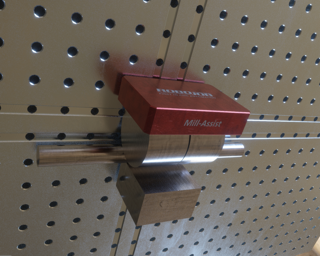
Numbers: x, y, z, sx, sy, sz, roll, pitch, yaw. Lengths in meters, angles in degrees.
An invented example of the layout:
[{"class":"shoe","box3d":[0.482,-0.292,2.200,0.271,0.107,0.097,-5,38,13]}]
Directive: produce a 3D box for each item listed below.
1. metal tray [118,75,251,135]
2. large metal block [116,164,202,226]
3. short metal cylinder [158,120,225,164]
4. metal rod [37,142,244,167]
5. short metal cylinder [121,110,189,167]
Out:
[{"class":"metal tray","box3d":[0.027,-0.026,0.363,0.131,0.090,0.030,1,118,-29]},{"class":"large metal block","box3d":[-0.005,0.079,0.417,0.081,0.080,0.050,1,118,-29]},{"class":"short metal cylinder","box3d":[0.038,0.006,0.397,0.050,0.080,0.079,2,118,-29]},{"class":"metal rod","box3d":[-0.006,0.033,0.424,0.303,0.025,0.025,1,118,-29]},{"class":"short metal cylinder","box3d":[-0.008,0.006,0.371,0.050,0.080,0.079,0,118,-29]}]
